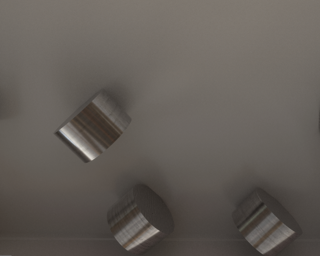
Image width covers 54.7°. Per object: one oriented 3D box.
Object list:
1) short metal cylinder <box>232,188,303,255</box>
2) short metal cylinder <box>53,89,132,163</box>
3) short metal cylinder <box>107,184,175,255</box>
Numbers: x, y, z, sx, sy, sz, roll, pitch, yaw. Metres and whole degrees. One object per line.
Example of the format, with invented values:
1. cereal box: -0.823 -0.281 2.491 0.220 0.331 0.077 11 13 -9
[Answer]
1. short metal cylinder: 0.148 0.131 0.433 0.080 0.080 0.050 36 106 -13
2. short metal cylinder: -0.082 -0.003 0.380 0.080 0.080 0.050 -38 106 12
3. short metal cylinder: -0.026 0.125 0.428 0.050 0.080 0.080 -43 105 14
